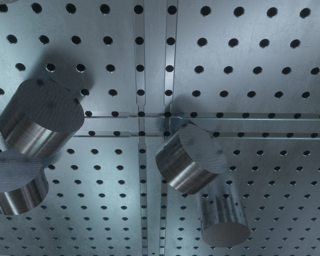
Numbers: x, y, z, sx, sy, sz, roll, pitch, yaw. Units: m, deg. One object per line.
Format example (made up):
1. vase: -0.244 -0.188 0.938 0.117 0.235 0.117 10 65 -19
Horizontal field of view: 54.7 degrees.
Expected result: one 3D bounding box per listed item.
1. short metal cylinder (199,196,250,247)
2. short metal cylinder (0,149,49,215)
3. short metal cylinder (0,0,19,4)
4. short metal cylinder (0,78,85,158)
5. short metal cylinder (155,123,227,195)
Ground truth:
1. short metal cylinder: 0.110 0.163 0.536 0.081 0.050 0.079 0 130 0
2. short metal cylinder: -0.204 0.074 0.436 0.081 0.080 0.050 1 130 -1
3. short metal cylinder: -0.138 -0.154 0.262 0.081 0.050 0.079 -1 130 0
4. short metal cylinder: -0.137 -0.012 0.364 0.080 0.080 0.050 32 123 -25
5. short metal cylinder: 0.041 0.040 0.411 0.080 0.080 0.050 28 124 -22
